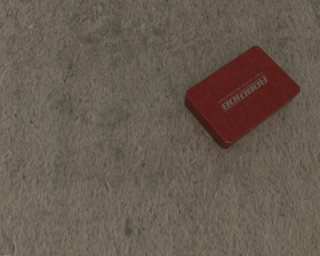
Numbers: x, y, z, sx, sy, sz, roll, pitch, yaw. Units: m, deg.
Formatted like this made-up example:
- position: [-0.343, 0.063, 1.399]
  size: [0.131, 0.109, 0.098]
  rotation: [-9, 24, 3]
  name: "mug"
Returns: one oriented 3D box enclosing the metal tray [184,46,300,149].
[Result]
- position: [0.110, -0.044, 0.423]
  size: [0.131, 0.030, 0.090]
  rotation: [-35, 74, -12]
  name: "metal tray"
